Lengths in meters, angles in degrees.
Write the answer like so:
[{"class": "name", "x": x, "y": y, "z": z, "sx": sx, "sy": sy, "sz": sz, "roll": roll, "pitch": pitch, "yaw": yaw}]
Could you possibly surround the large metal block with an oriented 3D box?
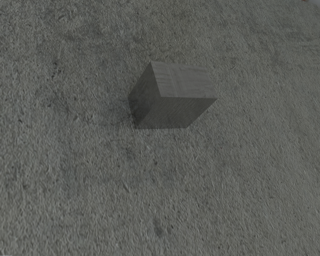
[{"class": "large metal block", "x": 0.013, "y": -0.039, "z": 0.403, "sx": 0.081, "sy": 0.080, "sz": 0.050, "roll": -1, "pitch": 63, "yaw": -29}]
